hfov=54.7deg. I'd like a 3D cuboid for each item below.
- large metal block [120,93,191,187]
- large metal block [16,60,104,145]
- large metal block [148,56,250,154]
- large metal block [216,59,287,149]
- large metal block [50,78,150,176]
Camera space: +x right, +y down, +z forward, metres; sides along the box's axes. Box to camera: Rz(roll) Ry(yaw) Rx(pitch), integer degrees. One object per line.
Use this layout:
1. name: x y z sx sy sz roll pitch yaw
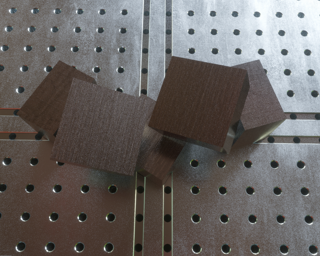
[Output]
1. large metal block: -0.010 0.016 0.392 0.080 0.050 0.080 31 73 10
2. large metal block: -0.118 -0.023 0.389 0.050 0.080 0.080 28 72 9
3. large metal block: 0.044 -0.024 0.334 0.080 0.050 0.080 16 83 21
4. large metal block: 0.106 -0.027 0.393 0.050 0.080 0.080 -15 71 -6
5. large metal block: -0.064 0.003 0.327 0.081 0.050 0.080 16 77 -17
